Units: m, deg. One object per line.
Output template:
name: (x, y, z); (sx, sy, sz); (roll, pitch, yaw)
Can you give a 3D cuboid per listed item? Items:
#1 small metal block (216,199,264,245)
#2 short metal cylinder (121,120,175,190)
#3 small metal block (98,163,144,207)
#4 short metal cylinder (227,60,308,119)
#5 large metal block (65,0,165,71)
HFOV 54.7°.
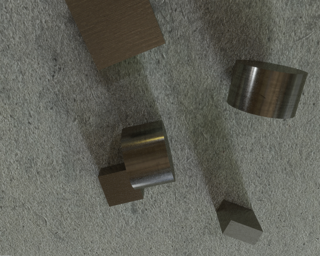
small metal block: (0.114, 0.135, 0.448); (0.050, 0.050, 0.025); (22, 109, -8)
short metal cylinder: (-0.013, 0.034, 0.393); (0.050, 0.080, 0.079); (-12, 110, 4)
small metal block: (-0.054, 0.078, 0.438); (0.050, 0.025, 0.050); (-14, 110, 4)
short metal cylinder: (0.124, -0.048, 0.365); (0.081, 0.080, 0.050); (7, 110, -3)
large metal block: (-0.047, -0.121, 0.351); (0.080, 0.050, 0.080); (-21, 109, 7)
